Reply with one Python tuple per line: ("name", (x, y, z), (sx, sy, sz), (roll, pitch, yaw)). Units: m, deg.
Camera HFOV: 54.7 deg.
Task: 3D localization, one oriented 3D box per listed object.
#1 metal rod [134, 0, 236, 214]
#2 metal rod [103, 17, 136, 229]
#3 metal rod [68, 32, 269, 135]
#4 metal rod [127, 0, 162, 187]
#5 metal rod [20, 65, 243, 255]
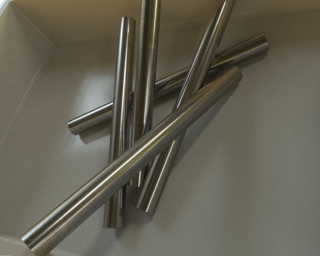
("metal rod", (0.037, -0.041, 0.386), (0.025, 0.025, 0.299), (14, 76, 33))
("metal rod", (-0.051, -0.022, 0.416), (0.025, 0.025, 0.299), (-9, 66, 23))
("metal rod", (0.002, -0.056, 0.437), (0.301, 0.025, 0.025), (-23, 54, 14))
("metal rod", (-0.017, -0.079, 0.385), (0.025, 0.025, 0.298), (3, 87, 29))
("metal rod", (-0.004, 0.013, 0.322), (0.025, 0.025, 0.302), (24, 50, 36))
